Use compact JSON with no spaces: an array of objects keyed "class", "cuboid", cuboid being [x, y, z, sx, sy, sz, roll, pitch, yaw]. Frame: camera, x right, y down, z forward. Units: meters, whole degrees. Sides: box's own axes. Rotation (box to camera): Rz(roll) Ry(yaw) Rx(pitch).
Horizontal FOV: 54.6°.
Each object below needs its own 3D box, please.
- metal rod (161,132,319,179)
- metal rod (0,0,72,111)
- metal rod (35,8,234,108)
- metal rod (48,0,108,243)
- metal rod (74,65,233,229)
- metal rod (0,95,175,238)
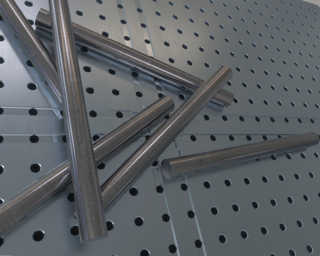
[{"class":"metal rod","cuboid":[0.136,0.035,0.459,0.302,0.025,0.025,-7,65,-31]},{"class":"metal rod","cuboid":[-0.189,-0.145,0.394,0.025,0.025,0.299,-28,77,-37]},{"class":"metal rod","cuboid":[-0.025,-0.095,0.452,0.302,0.025,0.025,21,54,-16]},{"class":"metal rod","cuboid":[-0.096,-0.031,0.341,0.025,0.025,0.299,-1,62,-29]},{"class":"metal rod","cuboid":[0.012,0.004,0.393,0.025,0.025,0.301,44,57,2]},{"class":"metal rod","cuboid":[-0.083,0.037,0.339,0.025,0.025,0.302,48,51,5]}]
